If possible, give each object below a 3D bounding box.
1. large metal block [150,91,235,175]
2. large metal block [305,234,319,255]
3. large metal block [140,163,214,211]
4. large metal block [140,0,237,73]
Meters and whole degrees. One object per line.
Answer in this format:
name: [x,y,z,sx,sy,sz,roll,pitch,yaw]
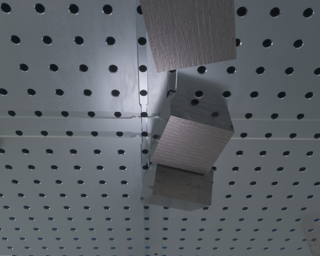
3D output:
large metal block: [0.038,0.008,0.402,0.080,0.050,0.079,14,129,-12]
large metal block: [0.342,0.246,0.607,0.080,0.050,0.080,-21,127,16]
large metal block: [0.022,0.084,0.446,0.080,0.050,0.080,13,157,-11]
large metal block: [0.028,-0.108,0.304,0.080,0.050,0.080,-9,130,7]
